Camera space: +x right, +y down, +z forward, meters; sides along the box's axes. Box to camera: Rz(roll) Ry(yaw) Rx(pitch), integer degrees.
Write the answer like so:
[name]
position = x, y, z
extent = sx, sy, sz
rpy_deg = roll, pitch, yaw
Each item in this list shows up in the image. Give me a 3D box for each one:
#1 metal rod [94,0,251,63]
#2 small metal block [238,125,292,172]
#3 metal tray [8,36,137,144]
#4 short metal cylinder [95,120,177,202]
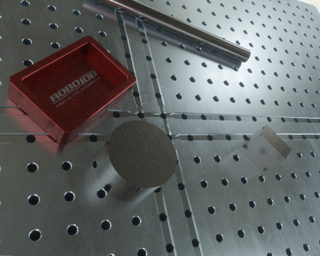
[metal rod]
position = 0.025, -0.175, 0.530
extent = 0.302, 0.025, 0.025
rpy_deg = 17, 55, -19
[small metal block]
position = 0.155, 0.031, 0.459
extent = 0.050, 0.050, 0.025
rpy_deg = 45, 51, 3
[metal tray]
position = -0.102, -0.052, 0.382
extent = 0.090, 0.030, 0.131
rpy_deg = 43, 51, 1
[short metal cylinder]
position = -0.028, 0.038, 0.355
extent = 0.081, 0.050, 0.080
rpy_deg = 14, 56, -21
